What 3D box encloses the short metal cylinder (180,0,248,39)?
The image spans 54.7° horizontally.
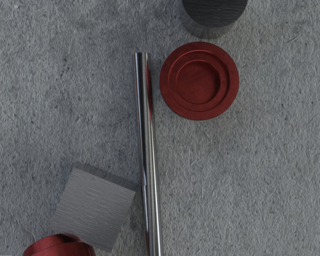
[{"bbox_3d":[0.066,-0.161,0.398,0.081,0.050,0.079,0,90,0],"label":"short metal cylinder"}]

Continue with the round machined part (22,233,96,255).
[{"bbox_3d":[-0.130,0.167,0.382,0.098,0.098,0.042,-31,53,0],"label":"round machined part"}]

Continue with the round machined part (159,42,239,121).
[{"bbox_3d":[0.049,-0.058,0.402,0.099,0.042,0.097,0,90,0],"label":"round machined part"}]

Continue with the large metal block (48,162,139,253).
[{"bbox_3d":[-0.082,0.099,0.397,0.080,0.050,0.080,22,90,0],"label":"large metal block"}]

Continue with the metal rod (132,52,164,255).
[{"bbox_3d":[-0.015,0.052,0.409,0.025,0.025,0.298,-4,90,0],"label":"metal rod"}]
